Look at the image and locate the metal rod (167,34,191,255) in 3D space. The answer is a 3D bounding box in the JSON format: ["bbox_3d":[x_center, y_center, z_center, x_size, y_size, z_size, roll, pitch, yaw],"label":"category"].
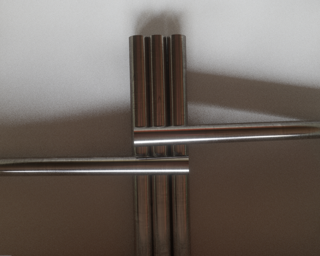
[{"bbox_3d":[0.026,0.028,0.410,0.025,0.025,0.298,-1,90,-1],"label":"metal rod"}]

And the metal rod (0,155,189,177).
[{"bbox_3d":[-0.115,0.048,0.393,0.302,0.025,0.025,-1,90,5],"label":"metal rod"}]

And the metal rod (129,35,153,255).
[{"bbox_3d":[-0.025,0.030,0.410,0.025,0.025,0.298,-1,90,-1],"label":"metal rod"}]

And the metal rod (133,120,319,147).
[{"bbox_3d":[0.118,0.005,0.394,0.302,0.025,0.025,-2,90,-7],"label":"metal rod"}]

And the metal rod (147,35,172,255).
[{"bbox_3d":[0.000,0.029,0.410,0.025,0.025,0.298,-1,90,-1],"label":"metal rod"}]
